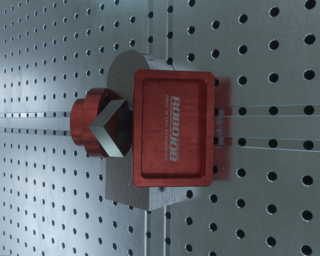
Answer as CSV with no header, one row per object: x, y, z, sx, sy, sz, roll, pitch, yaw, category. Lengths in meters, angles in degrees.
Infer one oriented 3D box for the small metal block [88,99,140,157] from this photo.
-0.052,0.000,0.381,0.025,0.050,0.050,0,132,37,small metal block

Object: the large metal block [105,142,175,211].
-0.027,0.058,0.415,0.080,0.050,0.079,3,92,40,large metal block

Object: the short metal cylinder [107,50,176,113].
-0.025,-0.059,0.413,0.080,0.050,0.080,0,90,40,short metal cylinder

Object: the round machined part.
-0.093,-0.007,0.433,0.042,0.098,0.097,1,91,7,round machined part

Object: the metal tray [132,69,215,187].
0.014,0.001,0.357,0.030,0.091,0.129,-174,85,-83,metal tray
